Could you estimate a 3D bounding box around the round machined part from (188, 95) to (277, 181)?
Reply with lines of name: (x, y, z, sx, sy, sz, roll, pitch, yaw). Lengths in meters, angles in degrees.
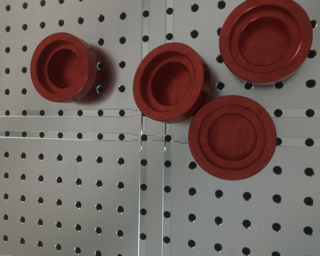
round machined part: (0.086, 0.011, 0.371, 0.098, 0.042, 0.097, 1, 92, 16)

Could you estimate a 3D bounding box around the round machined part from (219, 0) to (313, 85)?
round machined part: (0.121, -0.098, 0.361, 0.098, 0.042, 0.097, 0, 90, 19)

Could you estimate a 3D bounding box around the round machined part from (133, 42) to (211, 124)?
round machined part: (0.018, -0.053, 0.388, 0.098, 0.042, 0.098, -6, 78, 30)

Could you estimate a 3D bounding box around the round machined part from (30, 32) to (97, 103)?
round machined part: (-0.134, -0.084, 0.449, 0.098, 0.042, 0.097, 0, 90, 19)
